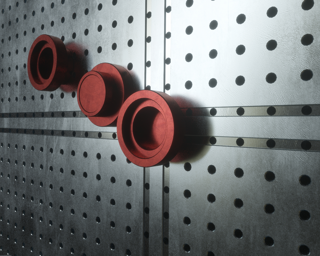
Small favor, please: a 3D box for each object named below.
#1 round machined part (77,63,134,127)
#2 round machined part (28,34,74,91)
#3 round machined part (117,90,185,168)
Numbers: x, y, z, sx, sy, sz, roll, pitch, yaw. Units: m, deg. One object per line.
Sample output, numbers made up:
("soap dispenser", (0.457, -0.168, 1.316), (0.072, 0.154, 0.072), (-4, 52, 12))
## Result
("round machined part", (-0.088, -0.050, 0.469), (0.098, 0.042, 0.097), (0, 90, 39))
("round machined part", (-0.193, -0.114, 0.554), (0.098, 0.042, 0.097), (0, 90, 39))
("round machined part", (-0.007, 0.001, 0.403), (0.098, 0.042, 0.097), (0, 90, 39))
